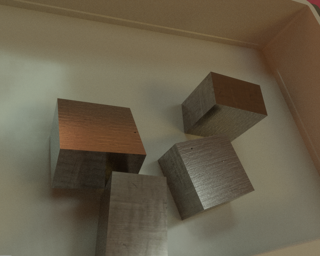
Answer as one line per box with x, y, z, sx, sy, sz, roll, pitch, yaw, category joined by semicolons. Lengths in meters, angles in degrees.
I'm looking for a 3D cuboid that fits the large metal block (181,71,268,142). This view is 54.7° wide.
0.086;-0.026;0.432;0.081;0.080;0.050;11;57;-23;large metal block

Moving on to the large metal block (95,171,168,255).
-0.029;0.095;0.292;0.050;0.080;0.080;9;58;-15;large metal block

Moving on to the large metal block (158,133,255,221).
0.056;0.058;0.384;0.081;0.050;0.080;-10;67;-32;large metal block

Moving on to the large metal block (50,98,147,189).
-0.069;0.017;0.325;0.081;0.050;0.080;7;35;-25;large metal block
